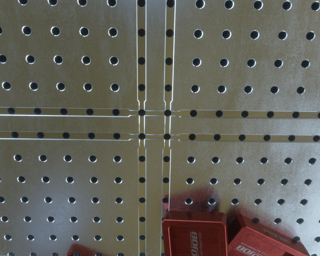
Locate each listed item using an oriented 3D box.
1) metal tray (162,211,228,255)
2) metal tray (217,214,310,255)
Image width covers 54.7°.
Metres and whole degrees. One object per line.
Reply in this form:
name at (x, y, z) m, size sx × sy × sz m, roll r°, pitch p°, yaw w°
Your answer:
metal tray at (0.055, 0.190, 0.459) m, size 0.090 × 0.030 × 0.129 m, roll -2°, pitch 101°, yaw 15°
metal tray at (0.156, 0.202, 0.487) m, size 0.131 × 0.030 × 0.090 m, roll 28°, pitch 108°, yaw -10°
